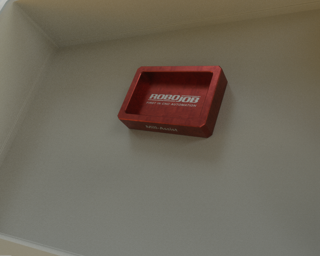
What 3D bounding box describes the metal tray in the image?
[{"bbox_3d":[0.016,-0.039,0.418,0.130,0.030,0.090,6,65,31],"label":"metal tray"}]
